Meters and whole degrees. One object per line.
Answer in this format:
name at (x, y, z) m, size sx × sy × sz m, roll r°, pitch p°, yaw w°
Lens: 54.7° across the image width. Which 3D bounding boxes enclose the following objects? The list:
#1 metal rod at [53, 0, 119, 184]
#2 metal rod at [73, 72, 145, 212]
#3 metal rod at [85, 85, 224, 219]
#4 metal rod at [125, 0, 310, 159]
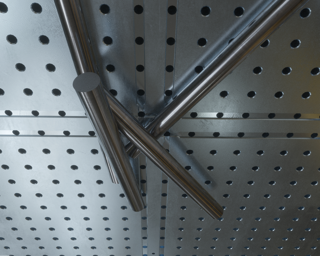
metal rod at (-0.079, -0.037, 0.378) m, size 0.025 × 0.025 × 0.298 m, roll -5°, pitch 130°, yaw 3°
metal rod at (-0.052, 0.044, 0.401) m, size 0.025 × 0.025 × 0.299 m, roll -5°, pitch 145°, yaw 3°
metal rod at (0.009, 0.047, 0.420) m, size 0.025 × 0.025 × 0.300 m, roll -27°, pitch 128°, yaw 21°
metal rod at (0.055, -0.056, 0.364) m, size 0.025 × 0.025 × 0.299 m, roll 32°, pitch 123°, yaw -24°
